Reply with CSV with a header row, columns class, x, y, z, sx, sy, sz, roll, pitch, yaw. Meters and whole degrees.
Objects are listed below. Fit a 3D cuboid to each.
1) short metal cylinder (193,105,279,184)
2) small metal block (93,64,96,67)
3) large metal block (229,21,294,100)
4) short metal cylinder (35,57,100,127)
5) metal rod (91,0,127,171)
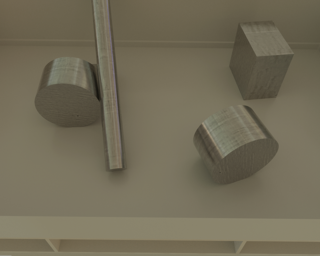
class,x,y,z,sx,sy,sz,roll,pitch,yaw
short metal cylinder,0.085,0.020,0.354,0.081,0.080,0.050,-15,52,-13
small metal block,-0.098,-0.070,0.463,0.050,0.025,0.050,-3,50,-3
large metal block,0.144,-0.099,0.454,0.050,0.080,0.080,-5,50,-5
short metal cylinder,-0.117,-0.045,0.406,0.081,0.080,0.050,-3,50,-3
metal rod,-0.071,-0.094,0.404,0.025,0.025,0.299,-6,75,-6
